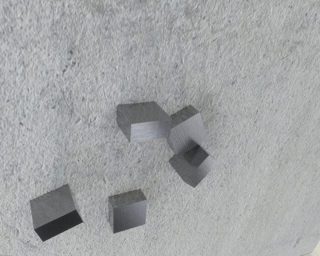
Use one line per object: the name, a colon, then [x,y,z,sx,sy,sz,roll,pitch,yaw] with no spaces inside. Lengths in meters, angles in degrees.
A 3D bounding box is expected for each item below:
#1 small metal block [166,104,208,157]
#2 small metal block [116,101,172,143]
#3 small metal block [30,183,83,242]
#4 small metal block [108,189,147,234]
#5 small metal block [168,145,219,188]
small metal block: [0.033,0.004,0.427,0.050,0.025,0.050,-30,129,-9]
small metal block: [-0.020,-0.009,0.374,0.050,0.050,0.025,-8,122,-24]
small metal block: [-0.129,0.103,0.384,0.050,0.050,0.025,-24,127,-14]
small metal block: [-0.048,0.122,0.456,0.050,0.025,0.050,-10,123,-23]
small metal block: [0.047,0.049,0.446,0.050,0.050,0.025,-48,129,6]
